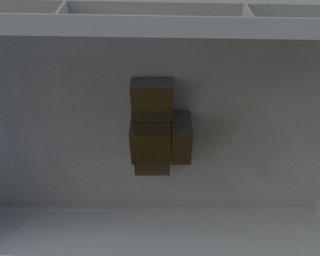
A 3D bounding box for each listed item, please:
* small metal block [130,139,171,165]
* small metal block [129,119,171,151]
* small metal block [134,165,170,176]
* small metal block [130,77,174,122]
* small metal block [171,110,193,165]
[{"bbox_3d":[-0.011,0.021,0.408,0.050,0.050,0.025,0,130,0],"label":"small metal block"},{"bbox_3d":[-0.012,0.003,0.392,0.050,0.050,0.025,0,130,0],"label":"small metal block"},{"bbox_3d":[-0.011,0.042,0.442,0.050,0.025,0.050,0,130,0],"label":"small metal block"},{"bbox_3d":[-0.009,-0.034,0.377,0.050,0.025,0.050,0,130,0],"label":"small metal block"},{"bbox_3d":[0.027,0.012,0.401,0.025,0.050,0.050,0,130,0],"label":"small metal block"}]
